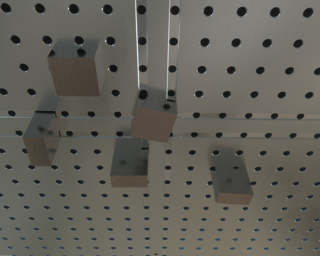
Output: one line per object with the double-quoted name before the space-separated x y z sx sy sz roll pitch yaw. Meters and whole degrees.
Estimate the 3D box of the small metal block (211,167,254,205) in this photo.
"small metal block" 0.109 0.087 0.470 0.050 0.050 0.025 5 130 -4

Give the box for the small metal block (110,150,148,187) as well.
"small metal block" -0.042 0.057 0.443 0.050 0.050 0.025 0 130 0

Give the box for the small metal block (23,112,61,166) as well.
"small metal block" -0.153 0.015 0.406 0.025 0.050 0.050 2 130 -2

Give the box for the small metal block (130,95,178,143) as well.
"small metal block" -0.009 -0.011 0.402 0.050 0.025 0.050 11 129 -9

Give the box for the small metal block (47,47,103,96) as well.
"small metal block" -0.095 -0.064 0.356 0.050 0.025 0.050 0 130 0
